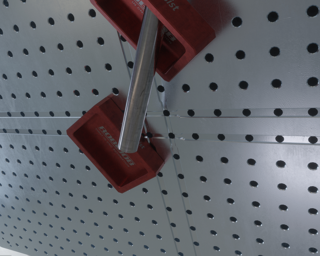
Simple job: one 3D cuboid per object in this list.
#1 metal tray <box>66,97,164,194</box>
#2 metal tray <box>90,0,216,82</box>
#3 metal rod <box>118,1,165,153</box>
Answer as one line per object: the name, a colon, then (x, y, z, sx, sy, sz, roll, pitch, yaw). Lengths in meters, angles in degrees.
metal tray: (-0.068, 0.029, 0.461, 0.090, 0.030, 0.130, -33, 100, 38)
metal tray: (-0.014, -0.115, 0.315, 0.130, 0.030, 0.090, 46, 161, -5)
metal rod: (-0.006, -0.106, 0.317, 0.025, 0.025, 0.298, 22, 117, 15)
